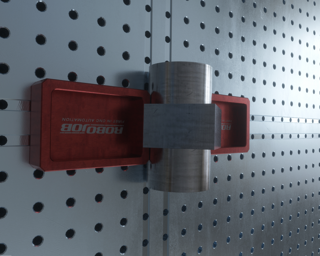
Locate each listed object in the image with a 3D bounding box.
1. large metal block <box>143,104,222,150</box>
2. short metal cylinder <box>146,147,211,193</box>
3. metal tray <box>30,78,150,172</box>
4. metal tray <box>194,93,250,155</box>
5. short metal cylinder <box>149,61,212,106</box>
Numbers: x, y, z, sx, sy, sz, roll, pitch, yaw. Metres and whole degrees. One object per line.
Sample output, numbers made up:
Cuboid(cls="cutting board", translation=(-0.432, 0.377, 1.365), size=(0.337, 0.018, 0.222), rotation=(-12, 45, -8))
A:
Cuboid(cls="large metal block", translation=(0.031, -0.001, 0.380), size=(0.080, 0.080, 0.050), rotation=(7, 85, -74))
Cuboid(cls="short metal cylinder", translation=(0.023, 0.049, 0.393), size=(0.081, 0.080, 0.050), rotation=(2, 89, -40))
Cuboid(cls="metal tray", translation=(-0.072, -0.002, 0.345), size=(0.131, 0.030, 0.089), rotation=(1, 89, -40))
Cuboid(cls="metal tray", translation=(0.089, -0.006, 0.480), size=(0.131, 0.030, 0.089), rotation=(1, 89, -40))
Cuboid(cls="short metal cylinder", translation=(0.025, -0.051, 0.394), size=(0.081, 0.080, 0.050), rotation=(2, 89, -40))
